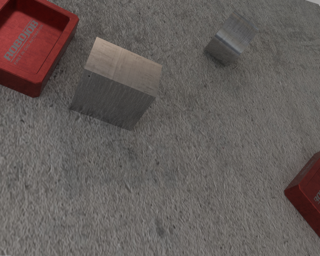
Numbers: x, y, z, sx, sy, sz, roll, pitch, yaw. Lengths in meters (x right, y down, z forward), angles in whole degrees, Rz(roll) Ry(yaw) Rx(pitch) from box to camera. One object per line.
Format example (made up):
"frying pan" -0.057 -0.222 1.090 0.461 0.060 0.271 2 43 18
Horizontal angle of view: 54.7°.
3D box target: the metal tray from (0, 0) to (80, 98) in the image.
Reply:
"metal tray" -0.165 -0.108 0.377 0.090 0.030 0.130 24 53 -14

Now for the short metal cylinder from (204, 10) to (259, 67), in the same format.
"short metal cylinder" 0.120 -0.151 0.525 0.050 0.080 0.080 38 51 -3

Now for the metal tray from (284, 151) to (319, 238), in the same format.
"metal tray" 0.259 0.097 0.480 0.131 0.030 0.090 -31 79 -38

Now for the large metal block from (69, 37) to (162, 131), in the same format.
"large metal block" -0.054 -0.048 0.369 0.080 0.080 0.050 21 54 -16
